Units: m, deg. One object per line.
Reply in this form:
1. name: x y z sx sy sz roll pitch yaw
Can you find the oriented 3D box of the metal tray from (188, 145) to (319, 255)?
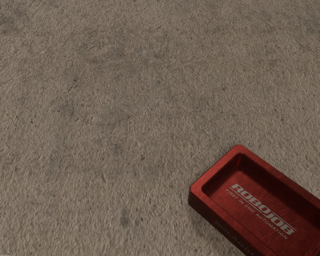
1. metal tray: 0.106 0.086 0.329 0.091 0.030 0.130 -37 59 -27
